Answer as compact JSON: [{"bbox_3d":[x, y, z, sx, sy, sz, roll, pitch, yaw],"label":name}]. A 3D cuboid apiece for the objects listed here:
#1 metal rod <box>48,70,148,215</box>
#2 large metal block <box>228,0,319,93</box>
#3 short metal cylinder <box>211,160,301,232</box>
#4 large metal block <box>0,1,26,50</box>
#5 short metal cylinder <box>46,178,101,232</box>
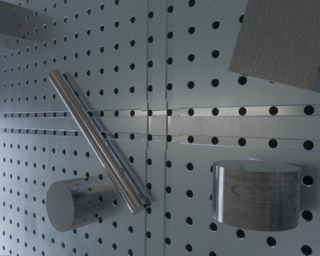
[{"bbox_3d":[-0.110,0.008,0.500,0.300,0.025,0.025,52,120,27],"label":"metal rod"},{"bbox_3d":[0.122,-0.082,0.292,0.080,0.050,0.079,23,105,37],"label":"large metal block"},{"bbox_3d":[0.091,0.061,0.298,0.080,0.081,0.050,3,92,40],"label":"short metal cylinder"},{"bbox_3d":[-0.341,-0.221,0.655,0.050,0.081,0.080,-22,76,38],"label":"large metal block"},{"bbox_3d":[-0.144,0.125,0.512,0.080,0.050,0.080,0,90,40],"label":"short metal cylinder"}]
